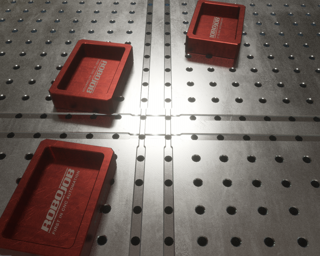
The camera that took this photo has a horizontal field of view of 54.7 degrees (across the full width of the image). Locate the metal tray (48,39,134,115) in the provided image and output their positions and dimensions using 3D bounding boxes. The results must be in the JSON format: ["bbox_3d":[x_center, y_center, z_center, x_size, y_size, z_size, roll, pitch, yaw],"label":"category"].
[{"bbox_3d":[-0.099,-0.082,0.471,0.090,0.030,0.130,8,50,6],"label":"metal tray"}]

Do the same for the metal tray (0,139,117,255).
[{"bbox_3d":[-0.108,0.076,0.338,0.090,0.030,0.130,8,50,6],"label":"metal tray"}]

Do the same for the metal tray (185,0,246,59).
[{"bbox_3d":[0.102,-0.181,0.557,0.090,0.030,0.130,11,51,8],"label":"metal tray"}]
